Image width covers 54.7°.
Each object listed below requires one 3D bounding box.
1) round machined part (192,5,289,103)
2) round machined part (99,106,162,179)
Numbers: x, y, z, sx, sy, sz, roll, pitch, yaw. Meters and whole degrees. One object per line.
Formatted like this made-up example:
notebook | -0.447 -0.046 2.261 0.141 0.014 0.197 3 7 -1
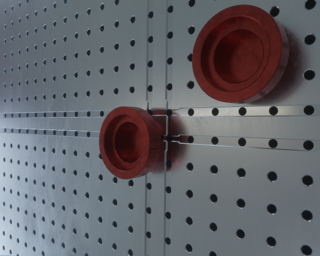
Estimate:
round machined part | 0.086 -0.074 0.327 0.098 0.042 0.097 0 90 40
round machined part | -0.036 0.020 0.429 0.098 0.042 0.097 0 90 40
